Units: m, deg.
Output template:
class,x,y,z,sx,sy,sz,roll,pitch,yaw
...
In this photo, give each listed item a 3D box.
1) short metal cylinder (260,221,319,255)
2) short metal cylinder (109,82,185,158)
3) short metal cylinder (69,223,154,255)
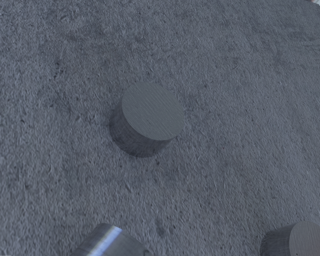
class,x,y,z,sx,sy,sz,roll,pitch,yaw
short metal cylinder,0.173,0.161,0.382,0.081,0.050,0.080,14,56,-21
short metal cylinder,-0.017,-0.010,0.384,0.081,0.050,0.080,14,56,-21
short metal cylinder,-0.042,0.130,0.267,0.080,0.080,0.050,44,51,2
